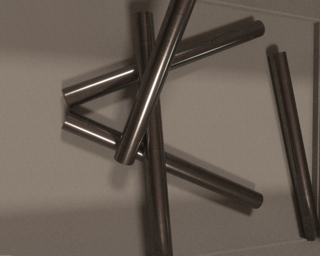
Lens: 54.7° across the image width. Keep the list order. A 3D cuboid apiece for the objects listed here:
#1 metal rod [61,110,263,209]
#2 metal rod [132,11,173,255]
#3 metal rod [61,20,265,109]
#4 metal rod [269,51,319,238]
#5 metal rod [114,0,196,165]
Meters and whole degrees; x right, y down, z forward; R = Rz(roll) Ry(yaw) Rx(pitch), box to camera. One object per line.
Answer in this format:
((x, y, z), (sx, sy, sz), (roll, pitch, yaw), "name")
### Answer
((0.017, 0.050, 0.418), (0.302, 0.025, 0.025), (25, 82, -19), "metal rod")
((-0.008, 0.011, 0.380), (0.025, 0.025, 0.298), (-5, 92, -20), "metal rod")
((0.018, -0.092, 0.418), (0.302, 0.025, 0.025), (-24, 98, -19), "metal rod")
((0.215, 0.029, 0.492), (0.025, 0.025, 0.298), (-15, 95, -20), "metal rod")
((0.009, -0.094, 0.329), (0.025, 0.025, 0.298), (15, 108, -20), "metal rod")
